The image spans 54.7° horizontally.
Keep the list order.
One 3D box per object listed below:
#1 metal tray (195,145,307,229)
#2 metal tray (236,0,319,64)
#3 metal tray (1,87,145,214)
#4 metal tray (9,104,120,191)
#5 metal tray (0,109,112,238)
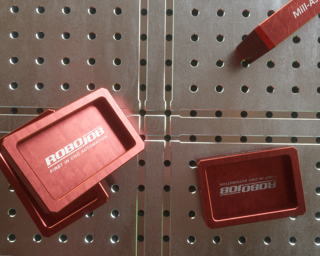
[{"bbox_3d":[0.118,0.077,0.412,0.131,0.030,0.089,-9,90,-1],"label":"metal tray"},{"bbox_3d":[0.164,-0.137,0.383,0.130,0.090,0.030,-37,91,0],"label":"metal tray"},{"bbox_3d":[-0.092,0.022,0.348,0.131,0.030,0.090,-35,92,-33],"label":"metal tray"},{"bbox_3d":[-0.118,0.027,0.409,0.130,0.030,0.090,-28,90,-1],"label":"metal tray"},{"bbox_3d":[-0.131,0.054,0.378,0.090,0.030,0.130,-32,91,-1],"label":"metal tray"}]
